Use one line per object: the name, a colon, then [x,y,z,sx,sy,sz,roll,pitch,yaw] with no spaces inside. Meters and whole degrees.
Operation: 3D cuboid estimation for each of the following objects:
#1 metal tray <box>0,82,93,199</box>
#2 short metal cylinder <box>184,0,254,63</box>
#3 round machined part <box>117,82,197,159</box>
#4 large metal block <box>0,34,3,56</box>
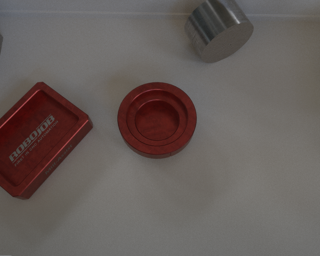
metal tray: [-0.164,0.014,0.399,0.090,0.030,0.130,36,73,11]
short metal cylinder: [0.081,-0.136,0.431,0.080,0.080,0.050,-25,72,-9]
round machined part: [-0.004,-0.007,0.403,0.099,0.042,0.098,0,70,-1]
large metal block: [-0.262,-0.113,0.418,0.050,0.080,0.080,-1,70,-1]
